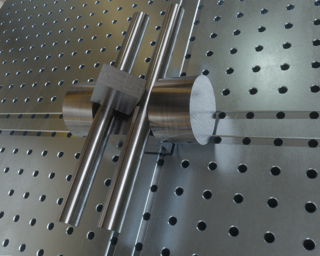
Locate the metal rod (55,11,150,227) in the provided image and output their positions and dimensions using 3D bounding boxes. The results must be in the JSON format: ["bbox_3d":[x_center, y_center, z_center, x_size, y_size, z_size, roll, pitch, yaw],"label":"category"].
[{"bbox_3d":[-0.063,-0.029,0.391,0.025,0.025,0.300,1,62,28],"label":"metal rod"}]

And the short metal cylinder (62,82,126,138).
[{"bbox_3d":[-0.086,-0.024,0.429,0.050,0.080,0.080,2,63,29],"label":"short metal cylinder"}]

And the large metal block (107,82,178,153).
[{"bbox_3d":[-0.023,-0.015,0.409,0.080,0.050,0.080,1,62,28],"label":"large metal block"}]

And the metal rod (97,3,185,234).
[{"bbox_3d":[-0.014,-0.031,0.366,0.025,0.025,0.300,1,62,28],"label":"metal rod"}]

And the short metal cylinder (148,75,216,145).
[{"bbox_3d":[0.028,-0.021,0.365,0.050,0.080,0.080,0,62,29],"label":"short metal cylinder"}]

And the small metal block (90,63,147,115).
[{"bbox_3d":[-0.049,-0.043,0.359,0.050,0.050,0.025,137,151,-62],"label":"small metal block"}]
